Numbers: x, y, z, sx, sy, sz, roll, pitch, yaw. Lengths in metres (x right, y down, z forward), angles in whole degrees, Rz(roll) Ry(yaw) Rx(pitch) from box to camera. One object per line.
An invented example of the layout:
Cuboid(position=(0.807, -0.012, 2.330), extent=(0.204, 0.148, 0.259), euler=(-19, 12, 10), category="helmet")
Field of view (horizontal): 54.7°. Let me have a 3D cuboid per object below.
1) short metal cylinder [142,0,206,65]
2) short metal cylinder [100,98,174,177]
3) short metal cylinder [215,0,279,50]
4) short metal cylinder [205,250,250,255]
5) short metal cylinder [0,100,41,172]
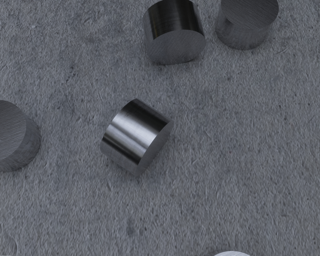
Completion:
Cuboid(position=(0.019, -0.130, 0.426), extent=(0.081, 0.080, 0.050), euler=(-8, 70, -3), category="short metal cylinder")
Cuboid(position=(-0.026, 0.011, 0.374), extent=(0.050, 0.080, 0.080), euler=(33, 73, 11), category="short metal cylinder")
Cuboid(position=(0.125, -0.162, 0.455), extent=(0.081, 0.050, 0.080), euler=(0, 70, 0), category="short metal cylinder")
Cuboid(position=(0.075, 0.174, 0.332), extent=(0.081, 0.050, 0.080), euler=(0, 70, 0), category="short metal cylinder")
Cuboid(position=(-0.199, 0.011, 0.389), extent=(0.081, 0.050, 0.080), euler=(0, 70, 0), category="short metal cylinder")
